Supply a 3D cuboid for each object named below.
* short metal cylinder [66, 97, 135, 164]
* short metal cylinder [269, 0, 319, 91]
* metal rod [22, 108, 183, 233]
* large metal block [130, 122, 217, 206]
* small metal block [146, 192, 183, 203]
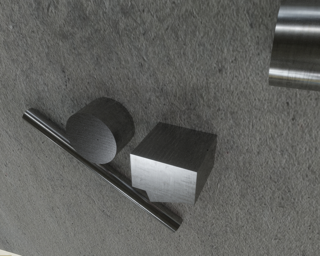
[{"bbox_3d":[-0.083,0.003,0.434,0.080,0.050,0.079,13,124,20],"label":"short metal cylinder"},{"bbox_3d":[0.125,-0.072,0.260,0.050,0.080,0.079,11,123,22],"label":"short metal cylinder"},{"bbox_3d":[-0.093,0.065,0.493,0.301,0.025,0.025,36,129,3],"label":"metal rod"},{"bbox_3d":[0.019,0.040,0.385,0.080,0.080,0.050,13,124,20],"label":"large metal block"},{"bbox_3d":[0.015,0.077,0.429,0.050,0.050,0.025,-6,115,30],"label":"small metal block"}]
